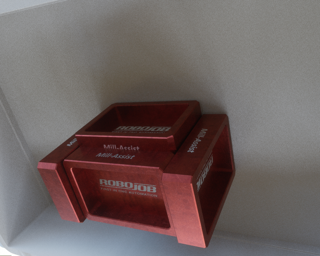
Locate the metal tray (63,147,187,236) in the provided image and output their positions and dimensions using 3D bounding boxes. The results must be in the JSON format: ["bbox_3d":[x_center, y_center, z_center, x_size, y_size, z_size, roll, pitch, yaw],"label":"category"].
[{"bbox_3d":[-0.039,0.069,0.350,0.130,0.030,0.089,1,119,27],"label":"metal tray"}]

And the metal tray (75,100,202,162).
[{"bbox_3d":[-0.024,0.000,0.376,0.130,0.090,0.030,1,119,28],"label":"metal tray"}]

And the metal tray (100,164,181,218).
[{"bbox_3d":[-0.005,0.079,0.414,0.130,0.090,0.030,0,118,28],"label":"metal tray"}]

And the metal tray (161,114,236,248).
[{"bbox_3d":[0.050,0.051,0.343,0.030,0.131,0.089,1,119,28],"label":"metal tray"}]

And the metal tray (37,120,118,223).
[{"bbox_3d":[-0.093,0.050,0.419,0.030,0.131,0.089,1,119,28],"label":"metal tray"}]
